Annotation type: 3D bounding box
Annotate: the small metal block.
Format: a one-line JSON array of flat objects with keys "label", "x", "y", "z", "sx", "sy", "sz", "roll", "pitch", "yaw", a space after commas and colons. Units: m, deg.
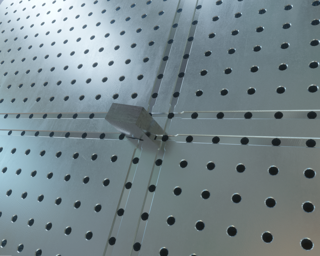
[{"label": "small metal block", "x": -0.036, "y": -0.008, "z": 0.414, "sx": 0.050, "sy": 0.050, "sz": 0.025, "roll": 10, "pitch": 67, "yaw": 32}]
